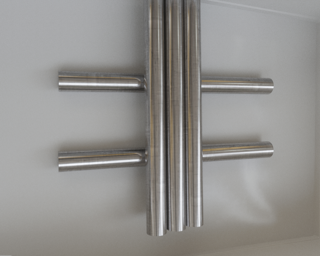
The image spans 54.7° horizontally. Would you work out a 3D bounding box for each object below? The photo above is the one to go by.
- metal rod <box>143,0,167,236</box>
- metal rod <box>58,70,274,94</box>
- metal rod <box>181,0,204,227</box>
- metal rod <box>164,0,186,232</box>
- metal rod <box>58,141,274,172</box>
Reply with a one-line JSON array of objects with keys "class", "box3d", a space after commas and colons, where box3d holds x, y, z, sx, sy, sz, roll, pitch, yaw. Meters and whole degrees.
[{"class": "metal rod", "box3d": [-0.006, -0.021, 0.379, 0.025, 0.025, 0.298, -1, 90, -20]}, {"class": "metal rod", "box3d": [0.022, -0.059, 0.417, 0.303, 0.025, 0.025, -2, 91, -20]}, {"class": "metal rod", "box3d": [0.041, -0.026, 0.397, 0.025, 0.025, 0.298, -1, 90, -20]}, {"class": "metal rod", "box3d": [0.018, -0.023, 0.388, 0.025, 0.025, 0.298, -1, 90, -20]}, {"class": "metal rod", "box3d": [0.022, 0.036, 0.417, 0.303, 0.025, 0.025, -1, 91, -20]}]
